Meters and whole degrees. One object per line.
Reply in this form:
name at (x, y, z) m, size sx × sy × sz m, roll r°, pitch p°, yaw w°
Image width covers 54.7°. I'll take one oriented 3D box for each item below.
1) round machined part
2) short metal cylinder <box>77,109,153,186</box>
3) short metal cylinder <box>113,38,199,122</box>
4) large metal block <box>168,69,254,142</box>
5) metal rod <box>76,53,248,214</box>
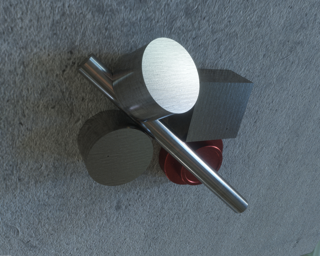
round machined part at (0.051, 0.045, 0.452) m, size 0.099 × 0.042 × 0.097 m, roll -14°, pitch 124°, yaw -21°
short metal cylinder at (-0.055, 0.023, 0.378) m, size 0.081 × 0.050 × 0.079 m, roll -14°, pitch 124°, yaw -21°
short metal cylinder at (-0.003, -0.050, 0.335) m, size 0.081 × 0.050 × 0.080 m, roll 11°, pitch 74°, yaw -40°
large metal block at (0.064, -0.031, 0.406) m, size 0.081 × 0.050 × 0.079 m, roll -3°, pitch 120°, yaw -27°
metal rod at (0.020, 0.023, 0.389) m, size 0.025 × 0.025 × 0.300 m, roll -45°, pitch 116°, yaw 3°
